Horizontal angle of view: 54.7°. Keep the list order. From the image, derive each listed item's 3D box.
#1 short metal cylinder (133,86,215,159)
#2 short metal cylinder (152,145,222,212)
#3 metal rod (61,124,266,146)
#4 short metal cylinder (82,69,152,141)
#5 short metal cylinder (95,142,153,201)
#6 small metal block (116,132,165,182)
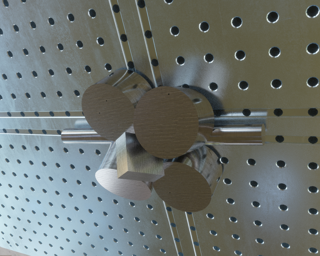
[{"bbox_3d":[0.017,-0.008,0.360,0.080,0.050,0.079,3,97,28],"label":"short metal cylinder"},{"bbox_3d":[0.037,0.064,0.410,0.080,0.050,0.079,13,124,21],"label":"short metal cylinder"},{"bbox_3d":[-0.015,0.010,0.420,0.300,0.025,0.025,-1,118,28],"label":"metal rod"},{"bbox_3d":[-0.052,-0.029,0.399,0.080,0.050,0.079,13,124,21],"label":"short metal cylinder"},{"bbox_3d":[-0.043,0.059,0.433,0.080,0.050,0.080,14,143,11],"label":"short metal cylinder"},{"bbox_3d":[-0.025,0.036,0.380,0.050,0.050,0.025,13,146,-32],"label":"small metal block"}]
